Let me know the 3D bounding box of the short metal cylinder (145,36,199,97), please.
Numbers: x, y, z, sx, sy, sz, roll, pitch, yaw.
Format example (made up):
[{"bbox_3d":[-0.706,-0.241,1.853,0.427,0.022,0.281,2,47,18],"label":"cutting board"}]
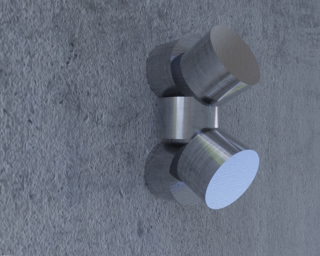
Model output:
[{"bbox_3d":[0.027,-0.077,0.413,0.081,0.050,0.080,0,90,-40],"label":"short metal cylinder"}]

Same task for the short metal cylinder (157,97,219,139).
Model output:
[{"bbox_3d":[0.036,-0.011,0.401,0.081,0.080,0.050,2,89,-40],"label":"short metal cylinder"}]

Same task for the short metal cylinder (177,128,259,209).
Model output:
[{"bbox_3d":[0.068,0.046,0.360,0.081,0.050,0.079,-21,129,-27],"label":"short metal cylinder"}]

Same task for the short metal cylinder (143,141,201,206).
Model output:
[{"bbox_3d":[0.025,0.058,0.411,0.081,0.050,0.080,0,90,-40],"label":"short metal cylinder"}]

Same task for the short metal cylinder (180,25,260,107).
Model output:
[{"bbox_3d":[0.071,-0.072,0.365,0.080,0.050,0.080,21,52,-30],"label":"short metal cylinder"}]
